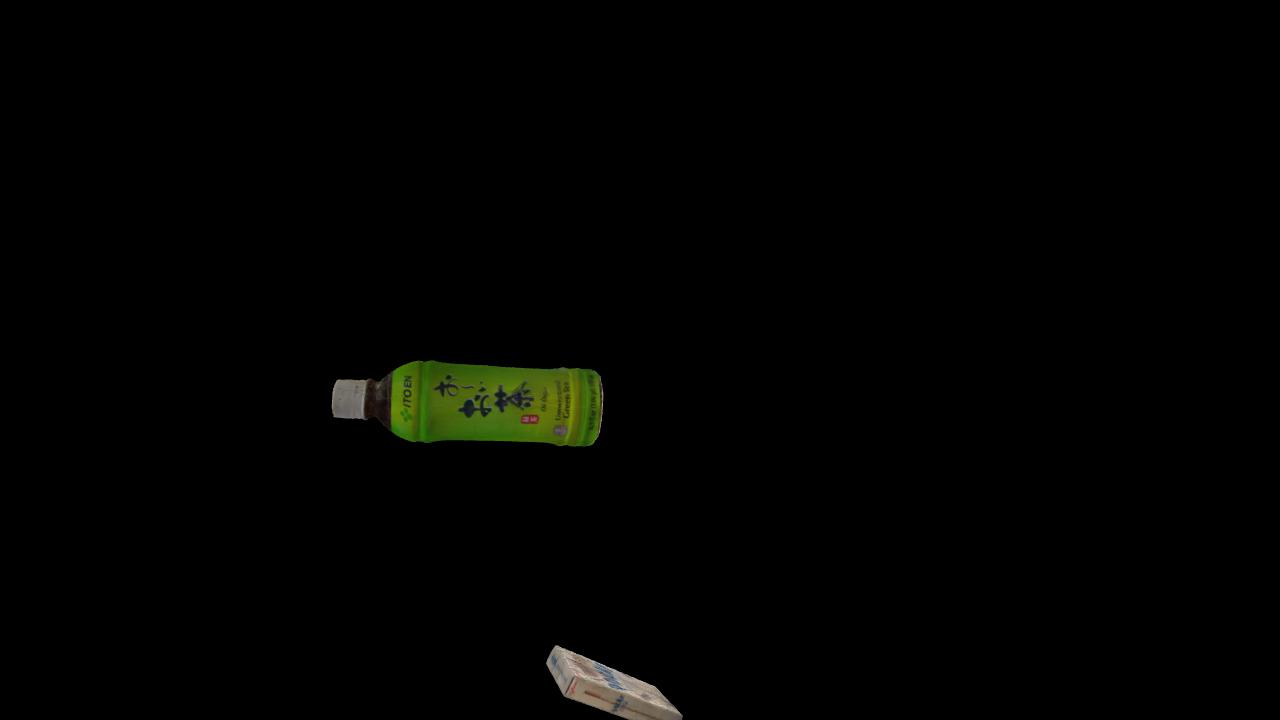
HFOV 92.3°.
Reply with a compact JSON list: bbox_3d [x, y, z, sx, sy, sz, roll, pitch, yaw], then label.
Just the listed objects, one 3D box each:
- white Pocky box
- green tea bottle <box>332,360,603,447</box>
[{"bbox_3d":[-0.032,0.390,0.726,0.154,0.028,0.084,32,-13,-19],"label":"white Pocky box"},{"bbox_3d":[-0.139,0.037,0.514,0.212,0.073,0.073,1,0,-17],"label":"green tea bottle"}]
